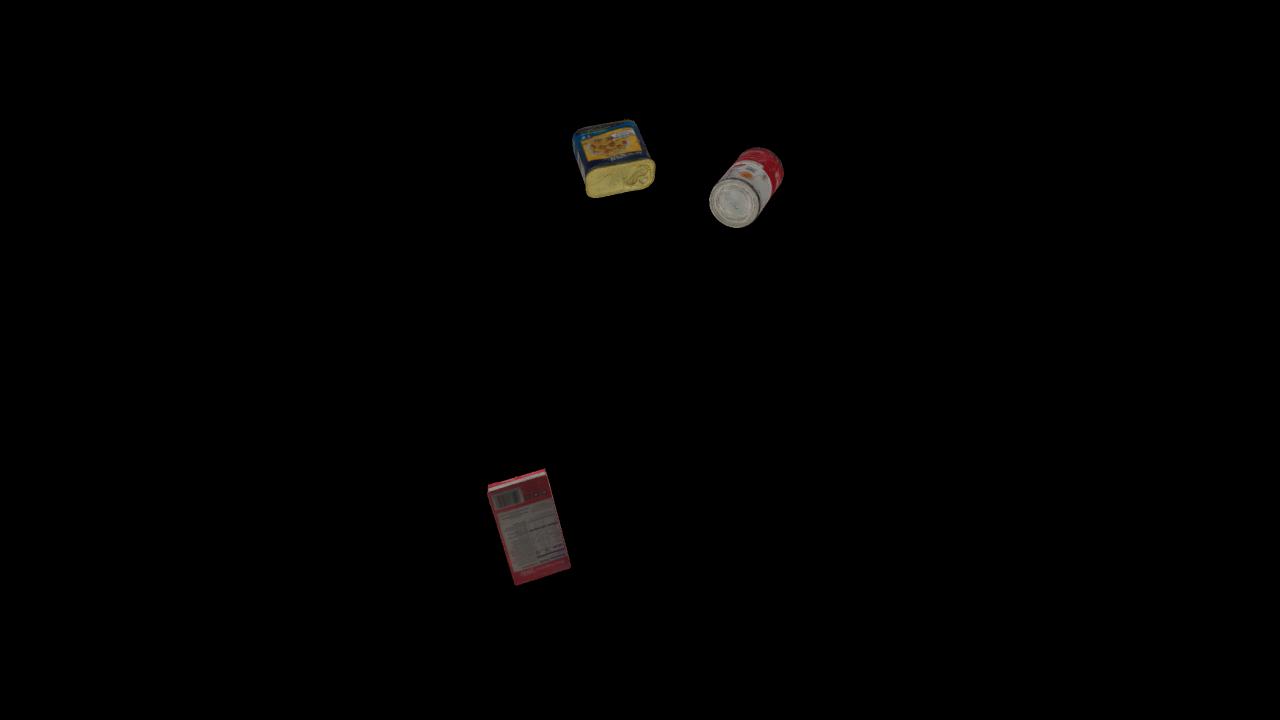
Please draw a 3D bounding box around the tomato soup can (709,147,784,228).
[{"bbox_3d":[0.136,-0.220,0.785,0.068,0.068,0.101,0,36,33],"label":"tomato soup can"}]

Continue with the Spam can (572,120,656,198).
[{"bbox_3d":[-0.039,-0.285,0.866,0.101,0.085,0.058,-14,-26,-11],"label":"Spam can"}]

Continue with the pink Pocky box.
[{"bbox_3d":[-0.155,0.236,0.869,0.084,0.155,0.029,-15,17,-11],"label":"pink Pocky box"}]
